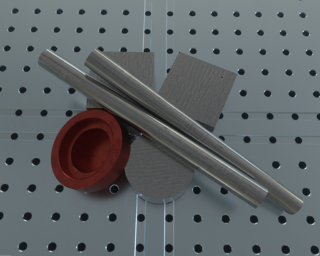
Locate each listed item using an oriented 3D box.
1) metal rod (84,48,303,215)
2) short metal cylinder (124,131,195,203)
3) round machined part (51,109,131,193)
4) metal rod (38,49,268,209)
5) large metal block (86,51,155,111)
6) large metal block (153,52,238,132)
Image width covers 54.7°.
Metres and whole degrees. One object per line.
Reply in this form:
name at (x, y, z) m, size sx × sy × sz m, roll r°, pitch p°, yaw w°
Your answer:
metal rod at (0.042, 0.006, 0.366) m, size 0.301 × 0.025 × 0.025 m, roll 36°, pitch 73°, yaw -3°
short metal cylinder at (0.000, 0.049, 0.376) m, size 0.081 × 0.050 × 0.080 m, roll 0°, pitch 70°, yaw 0°
round machined part at (-0.079, 0.030, 0.375) m, size 0.098 × 0.042 × 0.098 m, roll -10°, pitch 65°, yaw 21°
metal rod at (-0.016, -0.005, 0.355) m, size 0.301 × 0.025 × 0.025 m, roll 33°, pitch 73°, yaw 10°
large metal block at (-0.048, -0.053, 0.410) m, size 0.081 × 0.050 × 0.080 m, roll 1°, pitch 70°, yaw 0°
large metal block at (0.045, -0.042, 0.409) m, size 0.080 × 0.050 × 0.080 m, roll 23°, pitch 72°, yaw 8°
